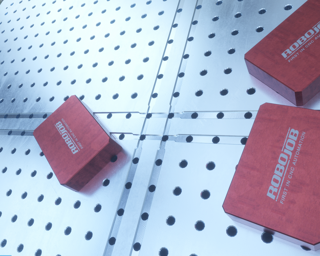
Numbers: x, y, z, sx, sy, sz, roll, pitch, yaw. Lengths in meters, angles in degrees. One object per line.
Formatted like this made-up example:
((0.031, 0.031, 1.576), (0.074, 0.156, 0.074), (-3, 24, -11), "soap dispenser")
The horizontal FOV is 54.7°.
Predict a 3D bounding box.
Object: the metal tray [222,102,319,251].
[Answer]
((0.129, 0.042, 0.312), (0.090, 0.030, 0.130), (14, 68, 33), "metal tray")

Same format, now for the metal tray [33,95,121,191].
((-0.126, 0.018, 0.458), (0.090, 0.030, 0.130), (-44, 51, -3), "metal tray")

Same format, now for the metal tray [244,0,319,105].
((0.180, -0.098, 0.371), (0.130, 0.030, 0.090), (-41, 51, 0), "metal tray")
